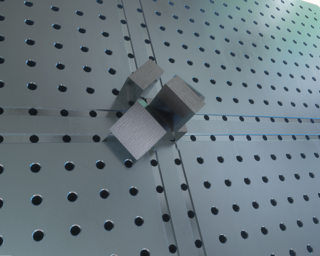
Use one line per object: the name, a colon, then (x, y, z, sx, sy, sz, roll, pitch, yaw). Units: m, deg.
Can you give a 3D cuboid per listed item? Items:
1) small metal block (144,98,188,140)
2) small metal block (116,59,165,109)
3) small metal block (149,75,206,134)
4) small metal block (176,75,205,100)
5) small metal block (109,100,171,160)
small metal block: (0.004, -0.011, 0.416, 0.050, 0.025, 0.050, 1, 61, -29)
small metal block: (-0.027, -0.057, 0.412, 0.025, 0.050, 0.050, 42, 51, 0)
small metal block: (0.020, -0.029, 0.388, 0.050, 0.050, 0.025, 46, 50, 3)
small metal block: (0.035, -0.051, 0.440, 0.050, 0.025, 0.050, 37, 11, -4)
small metal block: (-0.023, 0.002, 0.374, 0.050, 0.050, 0.025, 47, 14, 5)
